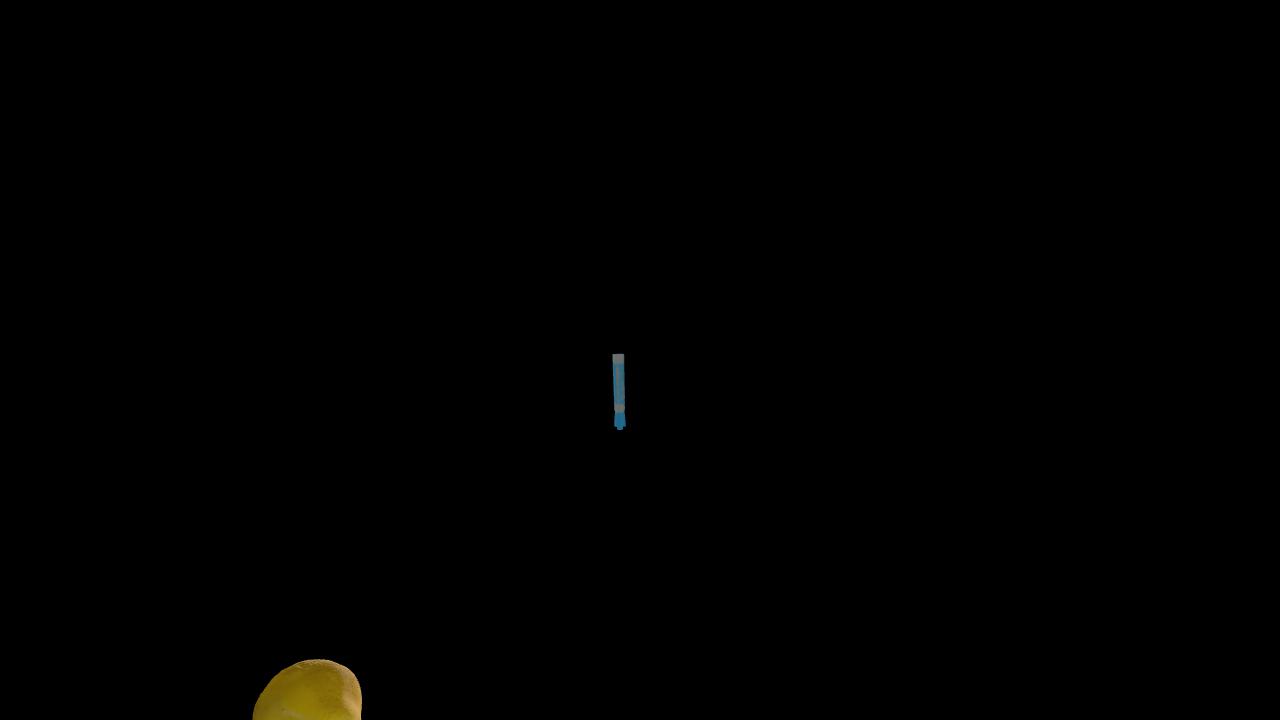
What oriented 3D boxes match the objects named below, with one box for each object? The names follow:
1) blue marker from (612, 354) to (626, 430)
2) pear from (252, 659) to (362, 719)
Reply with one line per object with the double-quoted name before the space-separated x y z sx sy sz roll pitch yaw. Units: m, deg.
"blue marker" -0.033 0.051 0.977 0.020 0.121 0.020 -1 3 0
"pear" -0.250 0.286 0.492 0.111 0.080 0.080 4 2 28
